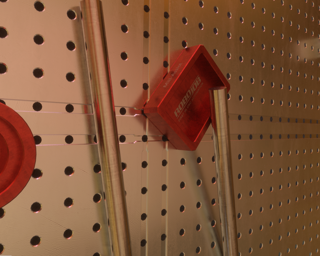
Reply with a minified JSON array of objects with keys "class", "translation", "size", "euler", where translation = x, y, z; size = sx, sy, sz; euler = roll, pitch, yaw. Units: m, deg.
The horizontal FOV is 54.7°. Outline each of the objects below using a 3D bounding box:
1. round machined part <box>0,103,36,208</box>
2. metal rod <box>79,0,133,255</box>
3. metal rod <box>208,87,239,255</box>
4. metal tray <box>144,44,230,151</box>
[{"class":"round machined part","translation":[-0.162,0.023,0.263],"size":[0.099,0.042,0.097],"euler":[0,90,-40]},{"class":"metal rod","translation":[-0.061,0.008,0.359],"size":[0.025,0.025,0.298],"euler":[-11,97,-40]},{"class":"metal rod","translation":[0.099,0.087,0.471],"size":[0.025,0.025,0.298],"euler":[-21,111,-38]},{"class":"metal tray","translation":[0.044,-0.043,0.444],"size":[0.090,0.030,0.130],"euler":[48,61,-30]}]
